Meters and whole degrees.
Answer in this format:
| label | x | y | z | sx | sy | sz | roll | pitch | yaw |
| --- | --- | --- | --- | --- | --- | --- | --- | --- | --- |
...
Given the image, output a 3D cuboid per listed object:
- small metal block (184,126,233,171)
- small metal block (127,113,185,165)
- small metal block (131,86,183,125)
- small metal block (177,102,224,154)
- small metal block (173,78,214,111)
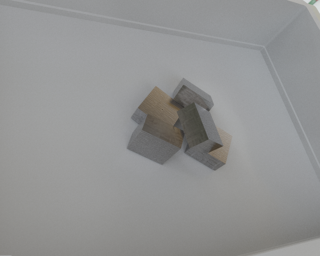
| label | x | y | z | sx | sy | sz | roll | pitch | yaw |
| --- | --- | --- | --- | --- | --- | --- | --- | --- | --- |
| small metal block | 0.068 | 0.022 | 0.428 | 0.050 | 0.025 | 0.050 | 31 | 52 | -9 |
| small metal block | -0.006 | 0.015 | 0.376 | 0.050 | 0.050 | 0.025 | 26 | 53 | -13 |
| small metal block | -0.002 | -0.020 | 0.415 | 0.050 | 0.025 | 0.050 | 37 | 51 | -4 |
| small metal block | 0.051 | 0.001 | 0.385 | 0.050 | 0.025 | 0.050 | 22 | 45 | -57 |
| small metal block | 0.047 | -0.043 | 0.443 | 0.050 | 0.025 | 0.050 | 32 | 19 | -8 |
